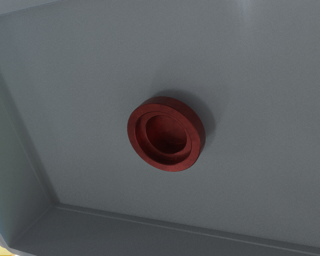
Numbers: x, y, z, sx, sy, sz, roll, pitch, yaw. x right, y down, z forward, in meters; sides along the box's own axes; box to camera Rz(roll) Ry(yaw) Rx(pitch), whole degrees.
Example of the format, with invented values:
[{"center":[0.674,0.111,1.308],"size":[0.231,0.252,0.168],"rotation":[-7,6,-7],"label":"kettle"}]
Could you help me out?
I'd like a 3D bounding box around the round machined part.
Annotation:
[{"center":[0.011,0.004,0.395],"size":[0.098,0.042,0.097],"rotation":[13,124,21],"label":"round machined part"}]
